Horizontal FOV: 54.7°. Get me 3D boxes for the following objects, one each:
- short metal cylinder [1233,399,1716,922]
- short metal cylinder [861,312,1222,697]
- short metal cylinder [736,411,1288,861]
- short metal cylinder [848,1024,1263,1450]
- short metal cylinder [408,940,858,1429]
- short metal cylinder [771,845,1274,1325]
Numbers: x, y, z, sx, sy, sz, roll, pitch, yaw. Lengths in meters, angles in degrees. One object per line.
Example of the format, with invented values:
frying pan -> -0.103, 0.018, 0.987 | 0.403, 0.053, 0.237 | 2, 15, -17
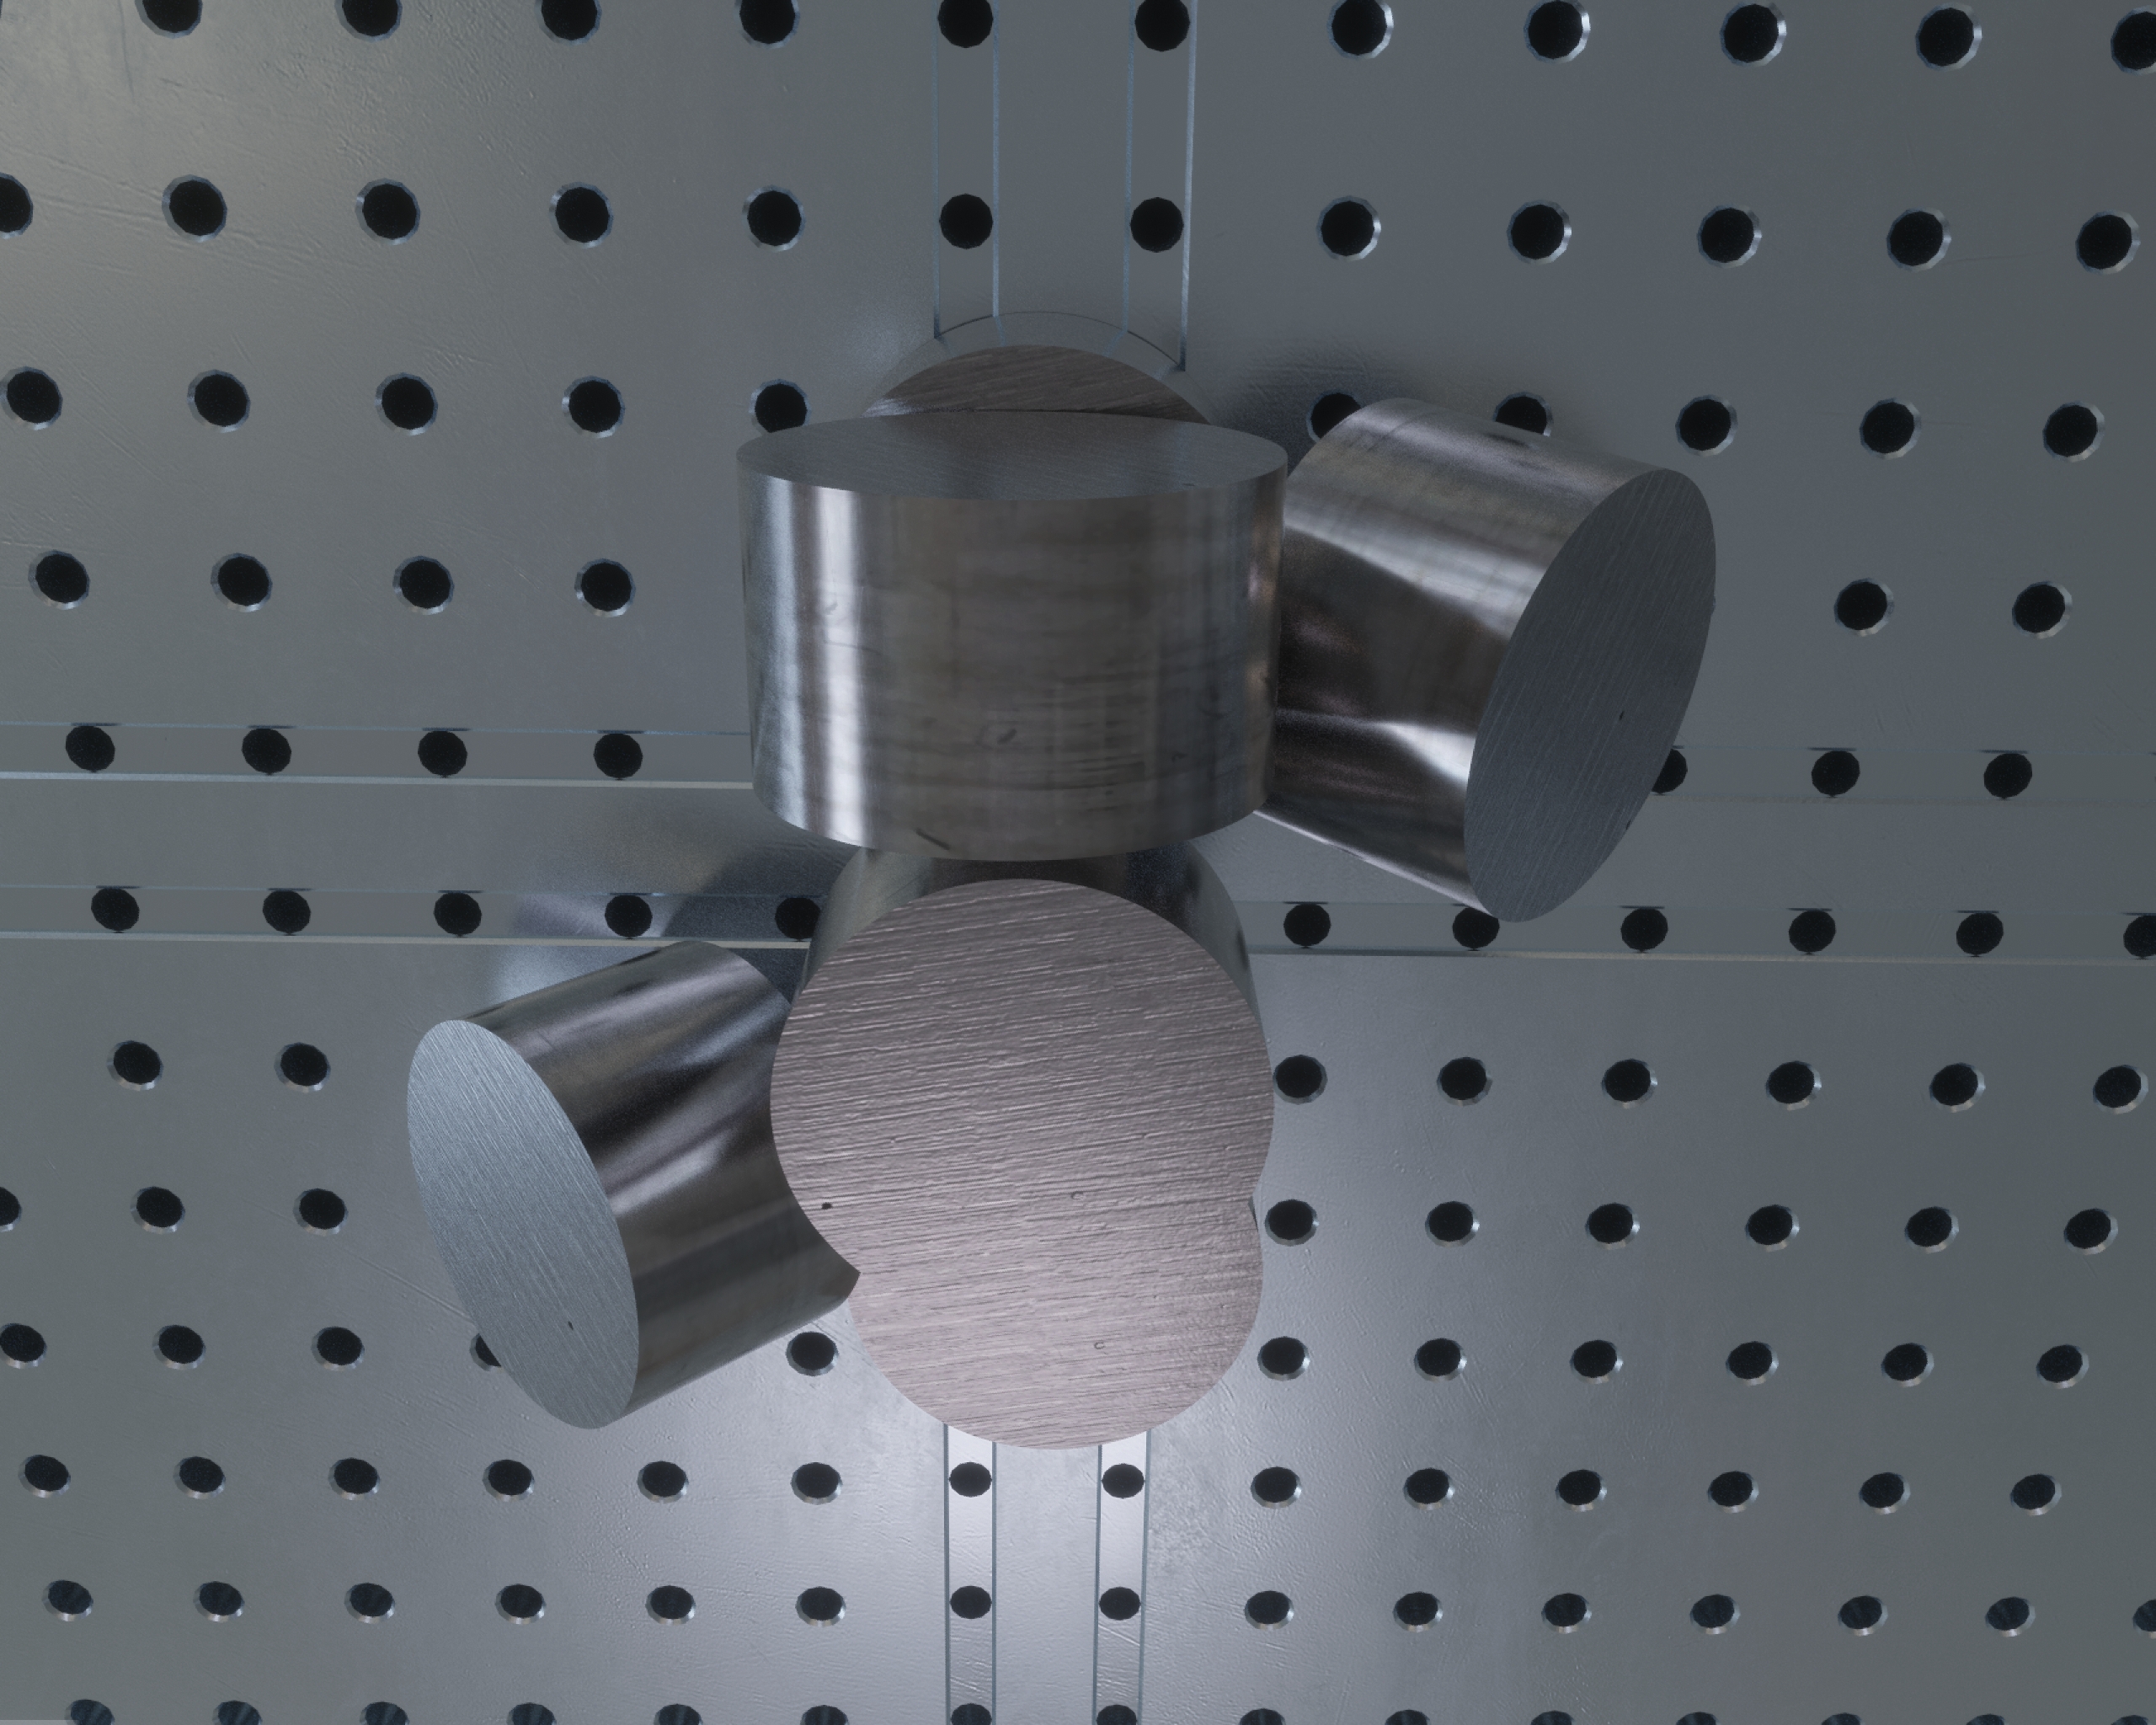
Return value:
short metal cylinder -> 0.068, -0.036, 0.364 | 0.050, 0.081, 0.079 | 25, 114, 34
short metal cylinder -> -0.008, -0.056, 0.379 | 0.081, 0.050, 0.079 | 0, 111, 0
short metal cylinder -> -0.010, -0.037, 0.315 | 0.081, 0.080, 0.050 | 0, 110, 0
short metal cylinder -> -0.005, 0.071, 0.425 | 0.081, 0.050, 0.079 | 0, 111, -1
short metal cylinder -> -0.085, 0.060, 0.399 | 0.050, 0.080, 0.079 | -20, 117, -40
short metal cylinder -> -0.009, 0.031, 0.357 | 0.081, 0.050, 0.079 | 0, 110, 0
